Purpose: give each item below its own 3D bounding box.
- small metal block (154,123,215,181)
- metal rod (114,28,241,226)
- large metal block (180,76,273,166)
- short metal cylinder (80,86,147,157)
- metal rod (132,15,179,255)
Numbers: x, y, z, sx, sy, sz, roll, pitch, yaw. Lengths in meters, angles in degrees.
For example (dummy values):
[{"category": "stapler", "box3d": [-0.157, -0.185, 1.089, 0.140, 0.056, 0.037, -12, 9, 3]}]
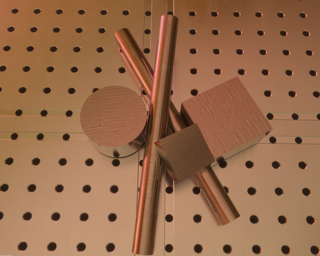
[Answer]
[{"category": "small metal block", "box3d": [0.028, 0.028, 0.364, 0.050, 0.025, 0.050, -24, 87, -17]}, {"category": "metal rod", "box3d": [0.014, -0.014, 0.413, 0.025, 0.025, 0.299, -27, 73, -9]}, {"category": "large metal block", "box3d": [0.081, -0.007, 0.397, 0.080, 0.050, 0.080, -26, 72, -9]}, {"category": "short metal cylinder", "box3d": [-0.056, -0.007, 0.397, 0.081, 0.050, 0.080, 0, 70, -1]}, {"category": "metal rod", "box3d": [-0.004, -0.001, 0.387, 0.025, 0.025, 0.299, 6, 78, 2]}]
